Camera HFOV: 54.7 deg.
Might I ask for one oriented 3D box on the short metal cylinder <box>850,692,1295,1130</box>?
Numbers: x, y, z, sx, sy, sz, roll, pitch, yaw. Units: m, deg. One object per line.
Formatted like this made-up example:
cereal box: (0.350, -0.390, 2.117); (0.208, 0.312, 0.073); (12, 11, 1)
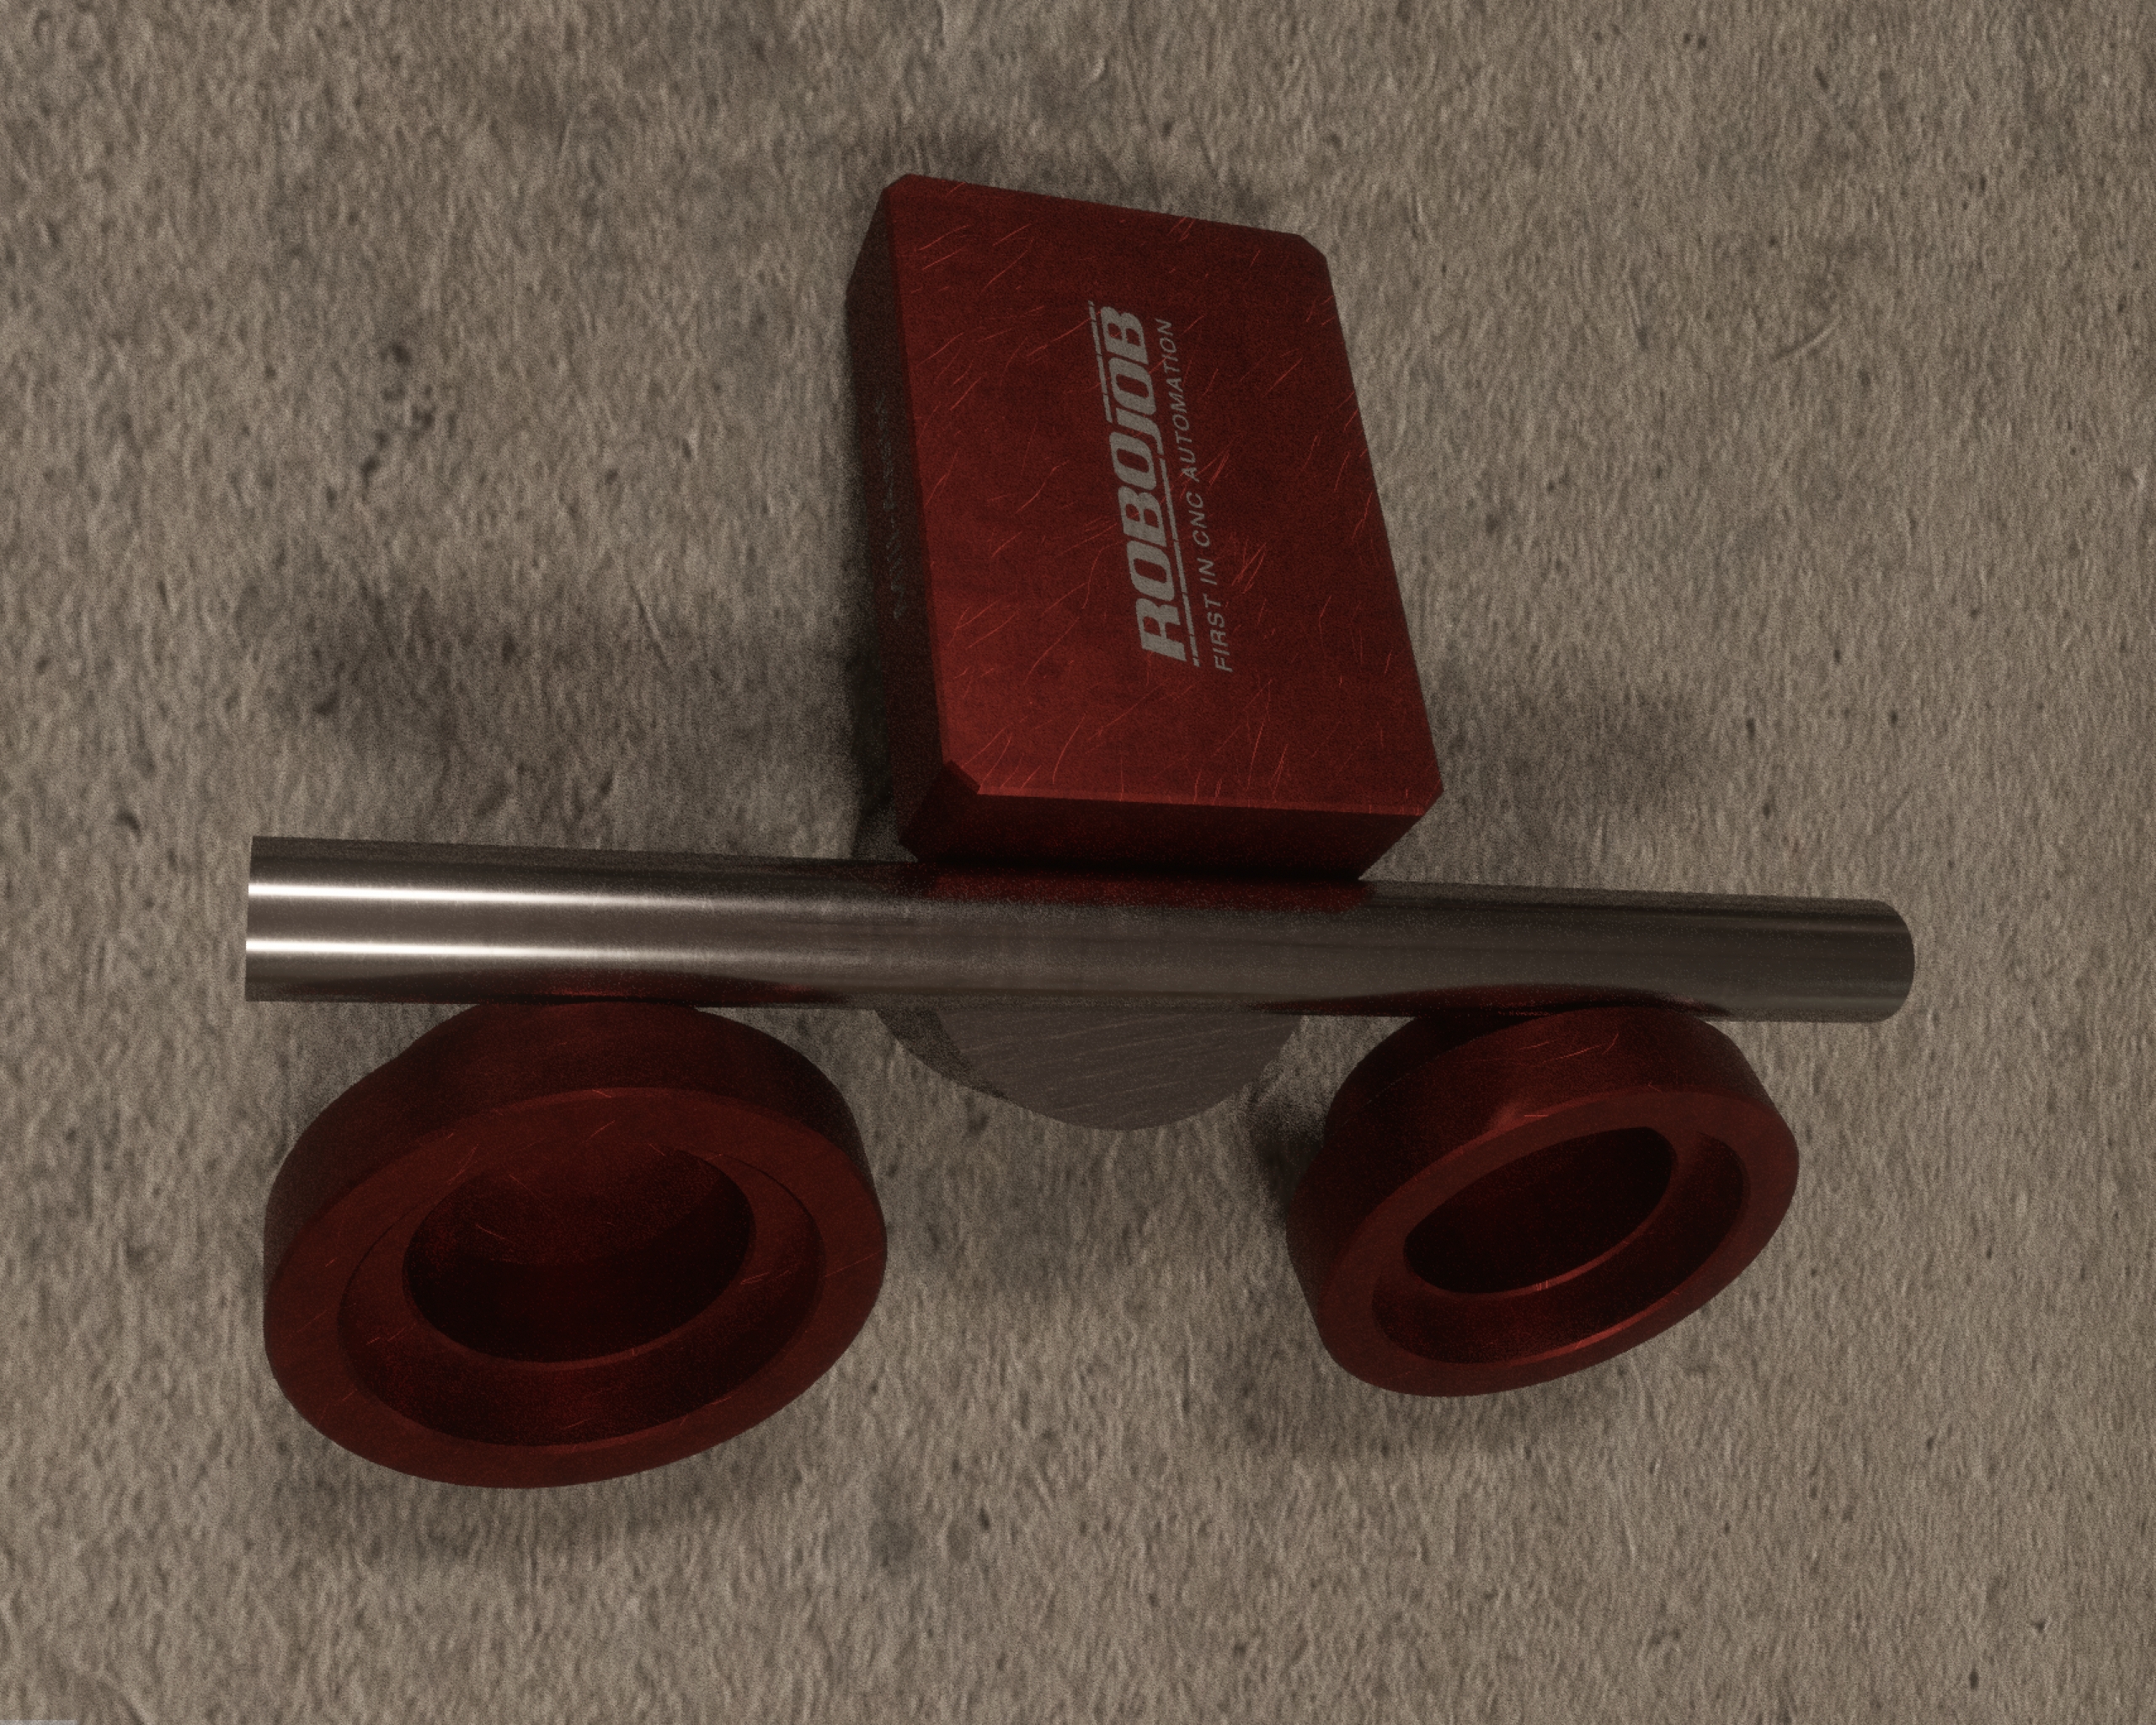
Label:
short metal cylinder: (0.001, 0.008, 0.399); (0.081, 0.050, 0.079); (0, 90, -21)

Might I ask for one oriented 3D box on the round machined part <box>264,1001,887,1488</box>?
round machined part: (-0.085, 0.059, 0.353); (0.099, 0.042, 0.097); (-11, 132, -12)

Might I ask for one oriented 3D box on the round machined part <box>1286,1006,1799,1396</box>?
round machined part: (0.088, 0.061, 0.417); (0.099, 0.042, 0.097); (-10, 136, -10)

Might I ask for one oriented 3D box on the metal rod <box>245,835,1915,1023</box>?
metal rod: (0.017, 0.014, 0.365); (0.303, 0.025, 0.025); (2, 89, -21)

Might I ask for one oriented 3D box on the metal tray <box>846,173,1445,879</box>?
metal tray: (0.009, -0.062, 0.383); (0.091, 0.030, 0.130); (2, 63, -20)
